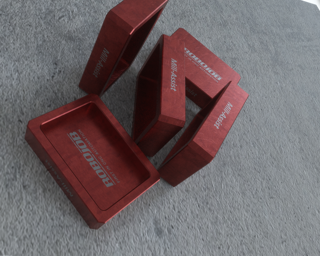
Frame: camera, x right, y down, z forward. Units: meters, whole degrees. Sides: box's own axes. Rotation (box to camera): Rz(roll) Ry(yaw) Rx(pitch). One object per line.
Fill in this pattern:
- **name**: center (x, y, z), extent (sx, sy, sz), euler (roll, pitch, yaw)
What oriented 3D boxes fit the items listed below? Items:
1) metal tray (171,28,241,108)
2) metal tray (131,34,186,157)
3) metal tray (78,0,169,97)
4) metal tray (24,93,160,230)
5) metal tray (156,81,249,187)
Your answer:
- **metal tray**: center (0.057, -0.091, 0.490), extent (0.130, 0.030, 0.090), euler (39, 51, -2)
- **metal tray**: center (-0.003, -0.040, 0.387), extent (0.030, 0.090, 0.130), euler (16, 55, -20)
- **metal tray**: center (-0.047, -0.101, 0.376), extent (0.030, 0.129, 0.090), euler (38, 51, -4)
- **metal tray**: center (-0.073, 0.032, 0.344), extent (0.091, 0.030, 0.130), euler (-33, 80, -38)
- **metal tray**: center (0.055, 0.006, 0.391), extent (0.030, 0.090, 0.131), euler (40, 51, -2)
